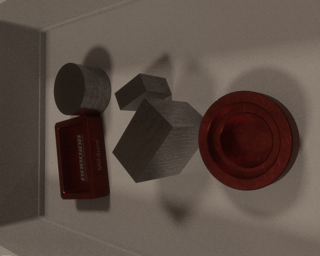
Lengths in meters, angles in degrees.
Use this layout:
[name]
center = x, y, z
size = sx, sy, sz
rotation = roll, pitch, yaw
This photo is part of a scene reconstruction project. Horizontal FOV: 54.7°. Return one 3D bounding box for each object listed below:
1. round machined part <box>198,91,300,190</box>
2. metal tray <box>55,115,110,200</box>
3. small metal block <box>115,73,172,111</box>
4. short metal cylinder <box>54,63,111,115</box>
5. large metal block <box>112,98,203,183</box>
[round machined part]
center = 0.092, 0.012, 0.319
size = 0.098, 0.042, 0.097
rotation = 0, 90, 39
[metal tray]
center = -0.130, 0.049, 0.507
size = 0.090, 0.030, 0.129
rotation = -12, 83, 39
[small metal block]
center = -0.022, -0.045, 0.407
size = 0.050, 0.050, 0.025
rotation = -32, 71, 35
[short metal cylinder]
center = -0.123, -0.059, 0.489
size = 0.080, 0.050, 0.079
rotation = 0, 90, 39
[large metal block]
center = 0.004, 0.014, 0.366
size = 0.050, 0.081, 0.080
rotation = 47, 118, 29
